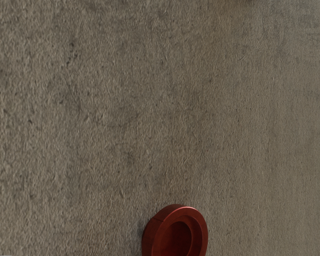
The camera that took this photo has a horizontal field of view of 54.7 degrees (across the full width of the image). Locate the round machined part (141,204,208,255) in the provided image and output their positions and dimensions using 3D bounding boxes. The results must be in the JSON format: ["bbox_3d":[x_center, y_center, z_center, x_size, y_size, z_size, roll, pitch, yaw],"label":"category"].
[{"bbox_3d":[0.015,0.148,0.406,0.099,0.042,0.097,0,90,-40],"label":"round machined part"}]
